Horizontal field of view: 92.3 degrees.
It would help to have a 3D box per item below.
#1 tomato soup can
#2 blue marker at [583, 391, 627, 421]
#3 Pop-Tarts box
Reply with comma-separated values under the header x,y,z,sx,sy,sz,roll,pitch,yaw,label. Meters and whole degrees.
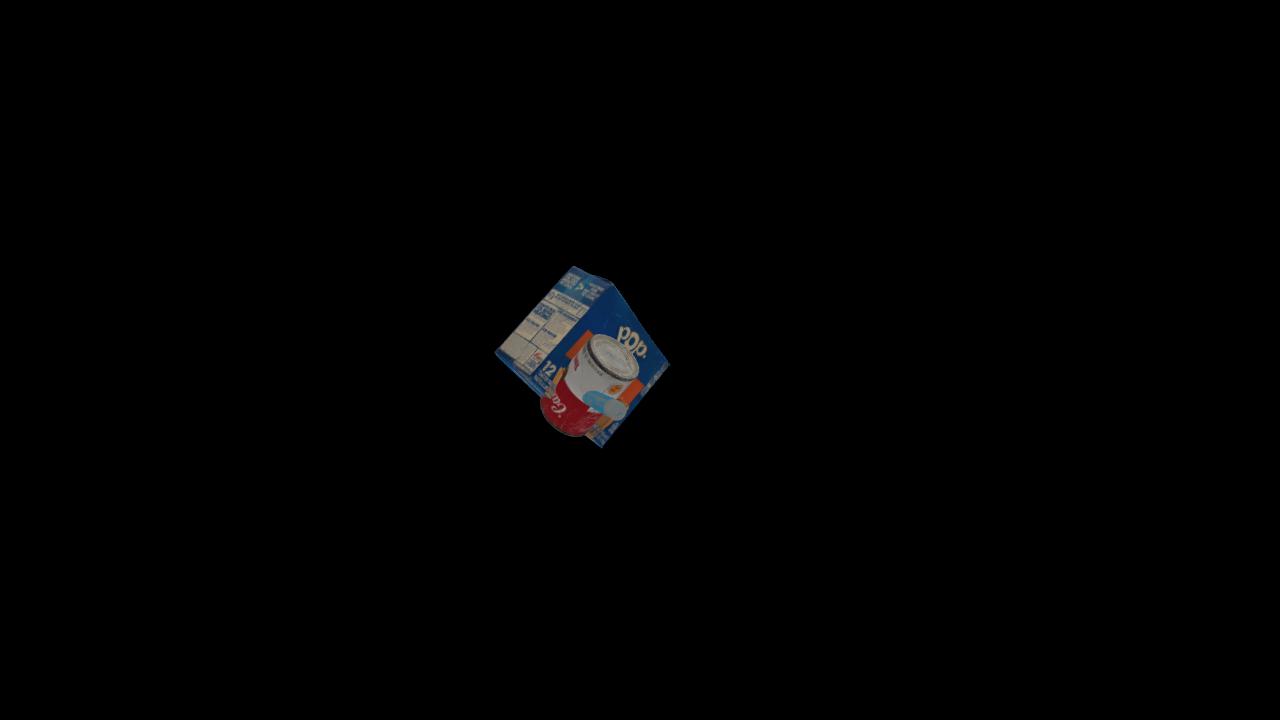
x,y,z,sx,sy,sz,roll,pitch,yaw,label
-0.056,0.029,0.678,0.068,0.068,0.101,0,-41,-52,tomato soup can
-0.048,0.041,0.644,0.020,0.020,0.121,0,8,-28,blue marker
-0.062,-0.001,0.739,0.083,0.141,0.167,29,-16,40,Pop-Tarts box
